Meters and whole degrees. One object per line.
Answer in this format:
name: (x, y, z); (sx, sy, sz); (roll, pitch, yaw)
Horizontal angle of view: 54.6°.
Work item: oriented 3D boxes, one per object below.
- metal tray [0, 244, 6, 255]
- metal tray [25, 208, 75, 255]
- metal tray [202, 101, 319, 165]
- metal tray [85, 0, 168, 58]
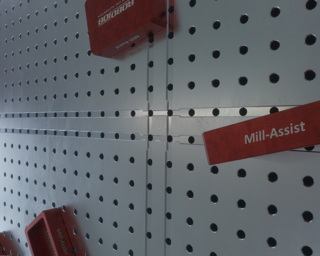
metal tray: (-0.417, 0.337, 0.753); (0.090, 0.030, 0.129); (40, 114, 33)
metal tray: (-0.202, 0.227, 0.574); (0.090, 0.030, 0.130); (-42, 65, 32)
metal tray: (0.115, 0.004, 0.272); (0.130, 0.091, 0.030); (-18, 79, 39)
metal tray: (-0.054, -0.167, 0.452); (0.130, 0.030, 0.090); (-15, 80, 39)
